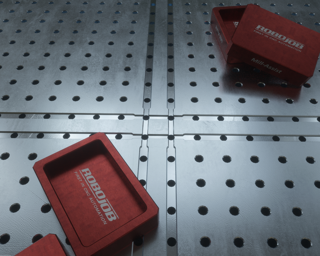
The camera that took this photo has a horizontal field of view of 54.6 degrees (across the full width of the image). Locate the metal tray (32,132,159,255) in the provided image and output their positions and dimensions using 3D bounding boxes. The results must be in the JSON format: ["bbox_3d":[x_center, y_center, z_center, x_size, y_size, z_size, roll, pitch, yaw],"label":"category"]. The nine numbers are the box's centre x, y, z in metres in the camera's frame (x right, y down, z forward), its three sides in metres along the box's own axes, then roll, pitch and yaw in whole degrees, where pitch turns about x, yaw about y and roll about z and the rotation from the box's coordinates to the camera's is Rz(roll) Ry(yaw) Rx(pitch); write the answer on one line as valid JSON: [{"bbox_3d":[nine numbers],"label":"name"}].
[{"bbox_3d":[-0.072,0.072,0.343,0.091,0.030,0.130,-27,55,-21],"label":"metal tray"}]

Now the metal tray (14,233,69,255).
[{"bbox_3d":[-0.127,0.163,0.259,0.131,0.030,0.090,-30,50,-22],"label":"metal tray"}]

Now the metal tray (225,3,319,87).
[{"bbox_3d":[0.179,-0.131,0.484,0.130,0.030,0.090,25,66,4],"label":"metal tray"}]

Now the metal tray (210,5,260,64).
[{"bbox_3d":[0.148,-0.169,0.546,0.091,0.030,0.130,-5,50,-5],"label":"metal tray"}]
